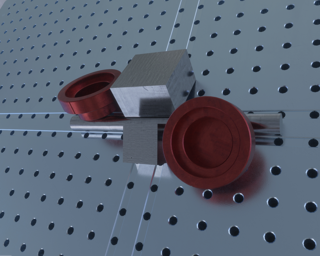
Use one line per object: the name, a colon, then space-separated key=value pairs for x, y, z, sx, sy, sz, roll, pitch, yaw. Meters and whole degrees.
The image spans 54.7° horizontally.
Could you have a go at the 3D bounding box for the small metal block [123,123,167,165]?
small metal block: x=-0.019 y=0.019 z=0.394 sx=0.050 sy=0.025 sz=0.050 roll=1 pitch=91 yaw=28

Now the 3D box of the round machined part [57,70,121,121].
round machined part: x=-0.096 y=-0.046 z=0.460 sx=0.098 sy=0.042 sz=0.098 roll=-13 pitch=32 yaw=8

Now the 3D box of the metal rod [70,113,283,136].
metal rod: x=0.001 y=-0.006 z=0.412 sx=0.300 sy=0.025 sz=0.025 roll=1 pitch=62 yaw=28

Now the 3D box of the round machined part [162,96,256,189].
round machined part: x=0.056 y=0.016 z=0.342 sx=0.098 sy=0.042 sz=0.097 roll=-2 pitch=86 yaw=28

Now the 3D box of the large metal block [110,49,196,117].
large metal block: x=-0.006 y=-0.060 z=0.418 sx=0.080 sy=0.050 sz=0.080 roll=1 pitch=44 yaw=28
